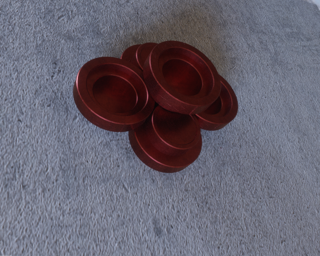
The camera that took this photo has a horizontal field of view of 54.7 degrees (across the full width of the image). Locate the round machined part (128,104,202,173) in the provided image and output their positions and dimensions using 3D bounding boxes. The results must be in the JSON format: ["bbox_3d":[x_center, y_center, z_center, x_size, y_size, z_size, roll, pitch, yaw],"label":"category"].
[{"bbox_3d":[0.013,0.005,0.400,0.099,0.042,0.098,14,56,-21],"label":"round machined part"}]

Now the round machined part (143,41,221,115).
[{"bbox_3d":[0.024,-0.058,0.390,0.099,0.042,0.098,14,56,-21],"label":"round machined part"}]

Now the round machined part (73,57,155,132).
[{"bbox_3d":[-0.059,-0.037,0.386,0.099,0.042,0.098,14,56,-21],"label":"round machined part"}]

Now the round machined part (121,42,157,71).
[{"bbox_3d":[-0.009,-0.082,0.441,0.099,0.042,0.098,14,56,-21],"label":"round machined part"}]

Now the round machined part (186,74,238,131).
[{"bbox_3d":[0.061,-0.038,0.453,0.099,0.042,0.098,14,56,-21],"label":"round machined part"}]
